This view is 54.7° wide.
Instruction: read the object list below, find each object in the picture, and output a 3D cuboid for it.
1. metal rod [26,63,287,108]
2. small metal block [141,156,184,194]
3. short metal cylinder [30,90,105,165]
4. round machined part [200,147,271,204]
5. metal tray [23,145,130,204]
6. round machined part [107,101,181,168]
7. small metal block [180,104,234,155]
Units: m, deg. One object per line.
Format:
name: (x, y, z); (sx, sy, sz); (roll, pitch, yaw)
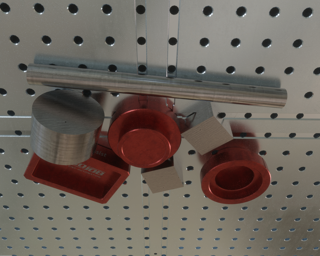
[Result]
metal rod: (0.001, -0.049, 0.369); (0.302, 0.025, 0.025); (5, 130, -5)
small metal block: (0.004, 0.070, 0.471); (0.050, 0.025, 0.050); (-15, 129, 12)
short metal cylinder: (-0.112, -0.002, 0.372); (0.081, 0.080, 0.050); (14, 129, -12)
round machined part: (0.108, 0.066, 0.458); (0.099, 0.042, 0.097); (0, 130, 0)
metal tray: (-0.120, 0.059, 0.457); (0.131, 0.030, 0.089); (24, 126, -19)
round machined part: (-0.021, 0.015, 0.413); (0.099, 0.042, 0.097); (0, 128, 0)
small metal block: (0.062, 0.003, 0.415); (0.050, 0.025, 0.050); (-31, 124, 23)
